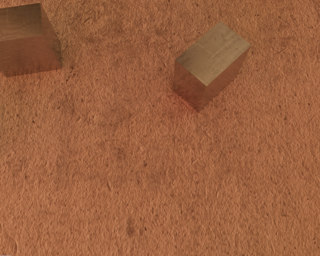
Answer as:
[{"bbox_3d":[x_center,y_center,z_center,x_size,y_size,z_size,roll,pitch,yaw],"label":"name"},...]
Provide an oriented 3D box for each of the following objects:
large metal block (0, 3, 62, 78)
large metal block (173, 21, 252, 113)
[{"bbox_3d":[-0.187,-0.116,0.420,0.081,0.080,0.050,-10,71,-4],"label":"large metal block"},{"bbox_3d":[0.064,-0.077,0.407,0.080,0.080,0.050,-43,76,-14],"label":"large metal block"}]
